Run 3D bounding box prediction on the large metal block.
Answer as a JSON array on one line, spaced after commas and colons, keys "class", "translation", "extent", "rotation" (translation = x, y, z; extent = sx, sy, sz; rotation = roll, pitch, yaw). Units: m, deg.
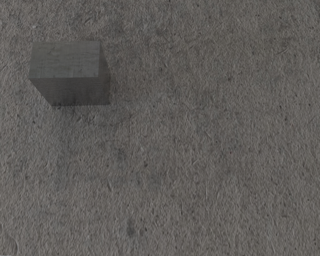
[{"class": "large metal block", "translation": [-0.112, -0.068, 0.403], "extent": [0.080, 0.080, 0.050], "rotation": [-1, 70, -1]}]
